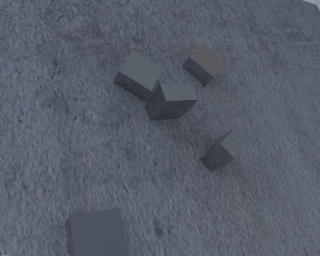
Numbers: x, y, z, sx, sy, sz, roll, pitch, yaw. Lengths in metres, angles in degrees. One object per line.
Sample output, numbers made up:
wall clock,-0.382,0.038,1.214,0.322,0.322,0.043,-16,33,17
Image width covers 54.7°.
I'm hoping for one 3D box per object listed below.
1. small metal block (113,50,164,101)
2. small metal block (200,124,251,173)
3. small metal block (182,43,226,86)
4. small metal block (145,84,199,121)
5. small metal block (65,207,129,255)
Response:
small metal block,-0.030,-0.074,0.434,0.050,0.025,0.050,31,51,-9
small metal block,0.089,0.028,0.421,0.025,0.050,0.050,47,51,4
small metal block,0.073,-0.104,0.509,0.050,0.025,0.050,41,51,0
small metal block,0.015,-0.035,0.419,0.050,0.050,0.025,-5,65,-31
small metal block,-0.062,0.110,0.304,0.050,0.025,0.050,-2,63,-29
